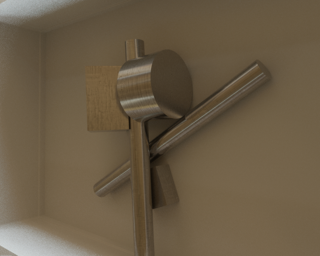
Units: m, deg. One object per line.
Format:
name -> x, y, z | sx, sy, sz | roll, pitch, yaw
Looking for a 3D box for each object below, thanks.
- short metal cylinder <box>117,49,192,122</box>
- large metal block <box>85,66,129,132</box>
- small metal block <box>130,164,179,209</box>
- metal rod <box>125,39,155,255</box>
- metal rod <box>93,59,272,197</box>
short metal cylinder -> -0.004, -0.048, 0.370 | 0.050, 0.081, 0.080 | -5, 87, 38
large metal block -> -0.072, -0.036, 0.420 | 0.080, 0.050, 0.080 | 165, 102, -80
small metal block -> -0.008, 0.080, 0.410 | 0.050, 0.025, 0.050 | -27, 74, 36
metal rod -> -0.025, 0.038, 0.390 | 0.025, 0.025, 0.298 | -6, 85, 39
metal rod -> 0.007, 0.018, 0.396 | 0.299, 0.025, 0.025 | -38, 67, 33
